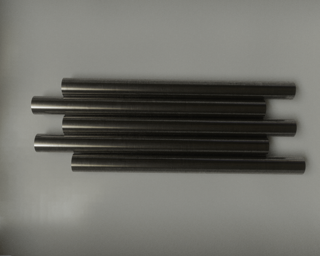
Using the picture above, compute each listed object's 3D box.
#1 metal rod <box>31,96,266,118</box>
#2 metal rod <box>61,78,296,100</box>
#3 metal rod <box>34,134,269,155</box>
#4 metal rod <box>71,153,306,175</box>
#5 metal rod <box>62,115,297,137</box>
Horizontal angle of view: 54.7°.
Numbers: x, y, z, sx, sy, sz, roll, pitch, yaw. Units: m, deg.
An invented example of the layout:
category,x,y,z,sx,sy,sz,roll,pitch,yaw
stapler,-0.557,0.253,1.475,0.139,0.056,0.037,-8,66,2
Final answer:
category,x,y,z,sx,sy,sz,roll,pitch,yaw
metal rod,-0.014,-0.028,0.410,0.302,0.025,0.025,1,90,-1
metal rod,0.025,-0.052,0.410,0.302,0.025,0.025,1,90,-1
metal rod,-0.010,0.022,0.410,0.302,0.025,0.025,1,90,-1
metal rod,0.037,0.048,0.411,0.302,0.025,0.025,1,90,-1
metal rod,0.026,-0.002,0.410,0.302,0.025,0.025,1,90,-1
